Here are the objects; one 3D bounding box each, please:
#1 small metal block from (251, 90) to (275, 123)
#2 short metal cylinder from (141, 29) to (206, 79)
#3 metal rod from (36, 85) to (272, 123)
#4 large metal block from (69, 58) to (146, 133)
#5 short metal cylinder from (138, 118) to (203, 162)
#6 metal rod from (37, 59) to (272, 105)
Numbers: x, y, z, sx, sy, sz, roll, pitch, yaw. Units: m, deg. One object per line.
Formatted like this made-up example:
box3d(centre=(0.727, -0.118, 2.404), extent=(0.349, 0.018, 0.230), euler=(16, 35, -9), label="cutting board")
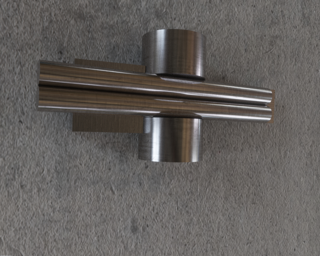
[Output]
box3d(centre=(0.142, -0.033, 0.463), extent=(0.050, 0.025, 0.050), euler=(3, 89, -20), label="small metal block")
box3d(centre=(0.017, -0.086, 0.387), extent=(0.081, 0.080, 0.050), euler=(2, 90, -20), label="short metal cylinder")
box3d(centre=(0.016, -0.024, 0.369), extent=(0.303, 0.025, 0.025), euler=(2, 90, -28), label="metal rod")
box3d(centre=(-0.065, -0.035, 0.373), extent=(0.081, 0.050, 0.080), euler=(2, 90, -20), label="large metal block")
box3d(centre=(0.013, 0.014, 0.386), extent=(0.081, 0.080, 0.050), euler=(2, 90, -20), label="short metal cylinder")
box3d(centre=(0.016, -0.049, 0.369), extent=(0.303, 0.025, 0.025), euler=(2, 90, -28), label="metal rod")
